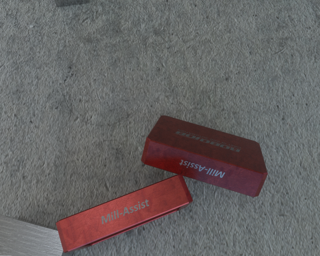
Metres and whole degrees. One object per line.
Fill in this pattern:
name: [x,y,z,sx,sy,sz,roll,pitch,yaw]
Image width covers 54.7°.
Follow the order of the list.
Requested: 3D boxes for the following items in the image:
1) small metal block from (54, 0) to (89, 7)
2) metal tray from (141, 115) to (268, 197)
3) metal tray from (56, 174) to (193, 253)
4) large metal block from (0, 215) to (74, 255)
small metal block: [-0.142,-0.222,0.488,0.050,0.025,0.050,-9,70,-4]
metal tray: [0.053,0.028,0.365,0.131,0.090,0.030,16,112,5]
metal tray: [-0.034,0.094,0.338,0.131,0.090,0.030,-20,73,-8]
large metal block: [-0.145,0.147,0.339,0.080,0.050,0.080,13,71,4]
